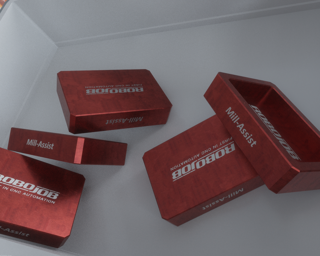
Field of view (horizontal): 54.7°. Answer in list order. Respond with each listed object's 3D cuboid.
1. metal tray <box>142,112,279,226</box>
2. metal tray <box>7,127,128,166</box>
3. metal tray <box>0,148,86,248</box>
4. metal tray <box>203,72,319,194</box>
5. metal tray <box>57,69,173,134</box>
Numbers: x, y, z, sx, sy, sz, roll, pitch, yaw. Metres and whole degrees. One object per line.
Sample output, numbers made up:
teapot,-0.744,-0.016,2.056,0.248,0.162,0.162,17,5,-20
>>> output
metal tray,0.052,0.041,0.350,0.130,0.030,0.090,-29,52,9
metal tray,-0.121,0.024,0.409,0.130,0.090,0.030,6,86,31
metal tray,-0.164,0.080,0.369,0.030,0.131,0.090,-54,22,38
metal tray,0.111,0.000,0.305,0.030,0.091,0.130,-60,41,35
metal tray,-0.061,-0.039,0.408,0.131,0.030,0.090,-7,46,-26
